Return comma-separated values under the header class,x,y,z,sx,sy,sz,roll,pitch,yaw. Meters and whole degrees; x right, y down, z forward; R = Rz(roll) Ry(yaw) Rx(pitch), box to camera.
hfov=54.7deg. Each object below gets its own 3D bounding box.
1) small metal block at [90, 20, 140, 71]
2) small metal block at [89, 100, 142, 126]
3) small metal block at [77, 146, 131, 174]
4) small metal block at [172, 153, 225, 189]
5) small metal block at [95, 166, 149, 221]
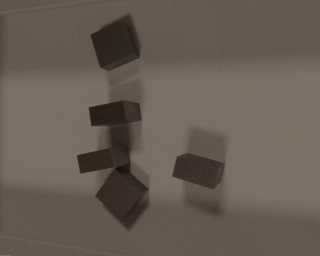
class,x,y,z,sx,sy,sz,roll,pitch,yaw
small metal block,-0.063,-0.114,0.431,0.050,0.025,0.050,-19,84,18
small metal block,-0.059,-0.019,0.417,0.050,0.050,0.025,-9,87,19
small metal block,-0.076,0.043,0.423,0.050,0.050,0.025,-13,86,19
small metal block,0.049,0.051,0.380,0.050,0.050,0.025,15,95,19
small metal block,-0.052,0.089,0.428,0.050,0.025,0.050,40,102,15
